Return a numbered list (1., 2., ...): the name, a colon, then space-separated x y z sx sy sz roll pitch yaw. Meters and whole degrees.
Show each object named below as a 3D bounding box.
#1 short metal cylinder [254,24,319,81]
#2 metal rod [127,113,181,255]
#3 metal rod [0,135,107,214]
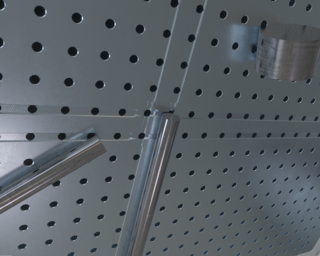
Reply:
1. short metal cylinder: 0.168 -0.101 0.405 0.081 0.080 0.050 -15 125 -20
2. metal rod: -0.018 0.116 0.473 0.025 0.025 0.298 0 119 -28
3. metal rod: -0.200 0.095 0.360 0.301 0.025 0.025 -31 129 -9
